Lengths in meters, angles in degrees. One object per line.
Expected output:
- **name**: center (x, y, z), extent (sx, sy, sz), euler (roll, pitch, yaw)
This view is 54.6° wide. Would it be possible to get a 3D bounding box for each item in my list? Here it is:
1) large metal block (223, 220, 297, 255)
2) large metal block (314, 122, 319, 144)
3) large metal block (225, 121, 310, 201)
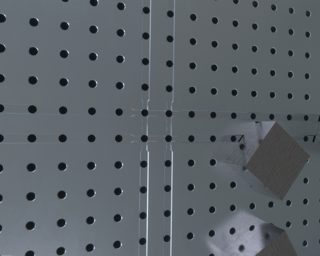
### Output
- **large metal block**: center (0.154, 0.199, 0.456), extent (0.080, 0.050, 0.080), euler (-31, 100, -17)
- **large metal block**: center (0.316, 0.014, 0.499), extent (0.080, 0.080, 0.050), euler (20, 83, -19)
- **large metal block**: center (0.158, 0.046, 0.457), extent (0.080, 0.050, 0.080), euler (41, 77, -15)
